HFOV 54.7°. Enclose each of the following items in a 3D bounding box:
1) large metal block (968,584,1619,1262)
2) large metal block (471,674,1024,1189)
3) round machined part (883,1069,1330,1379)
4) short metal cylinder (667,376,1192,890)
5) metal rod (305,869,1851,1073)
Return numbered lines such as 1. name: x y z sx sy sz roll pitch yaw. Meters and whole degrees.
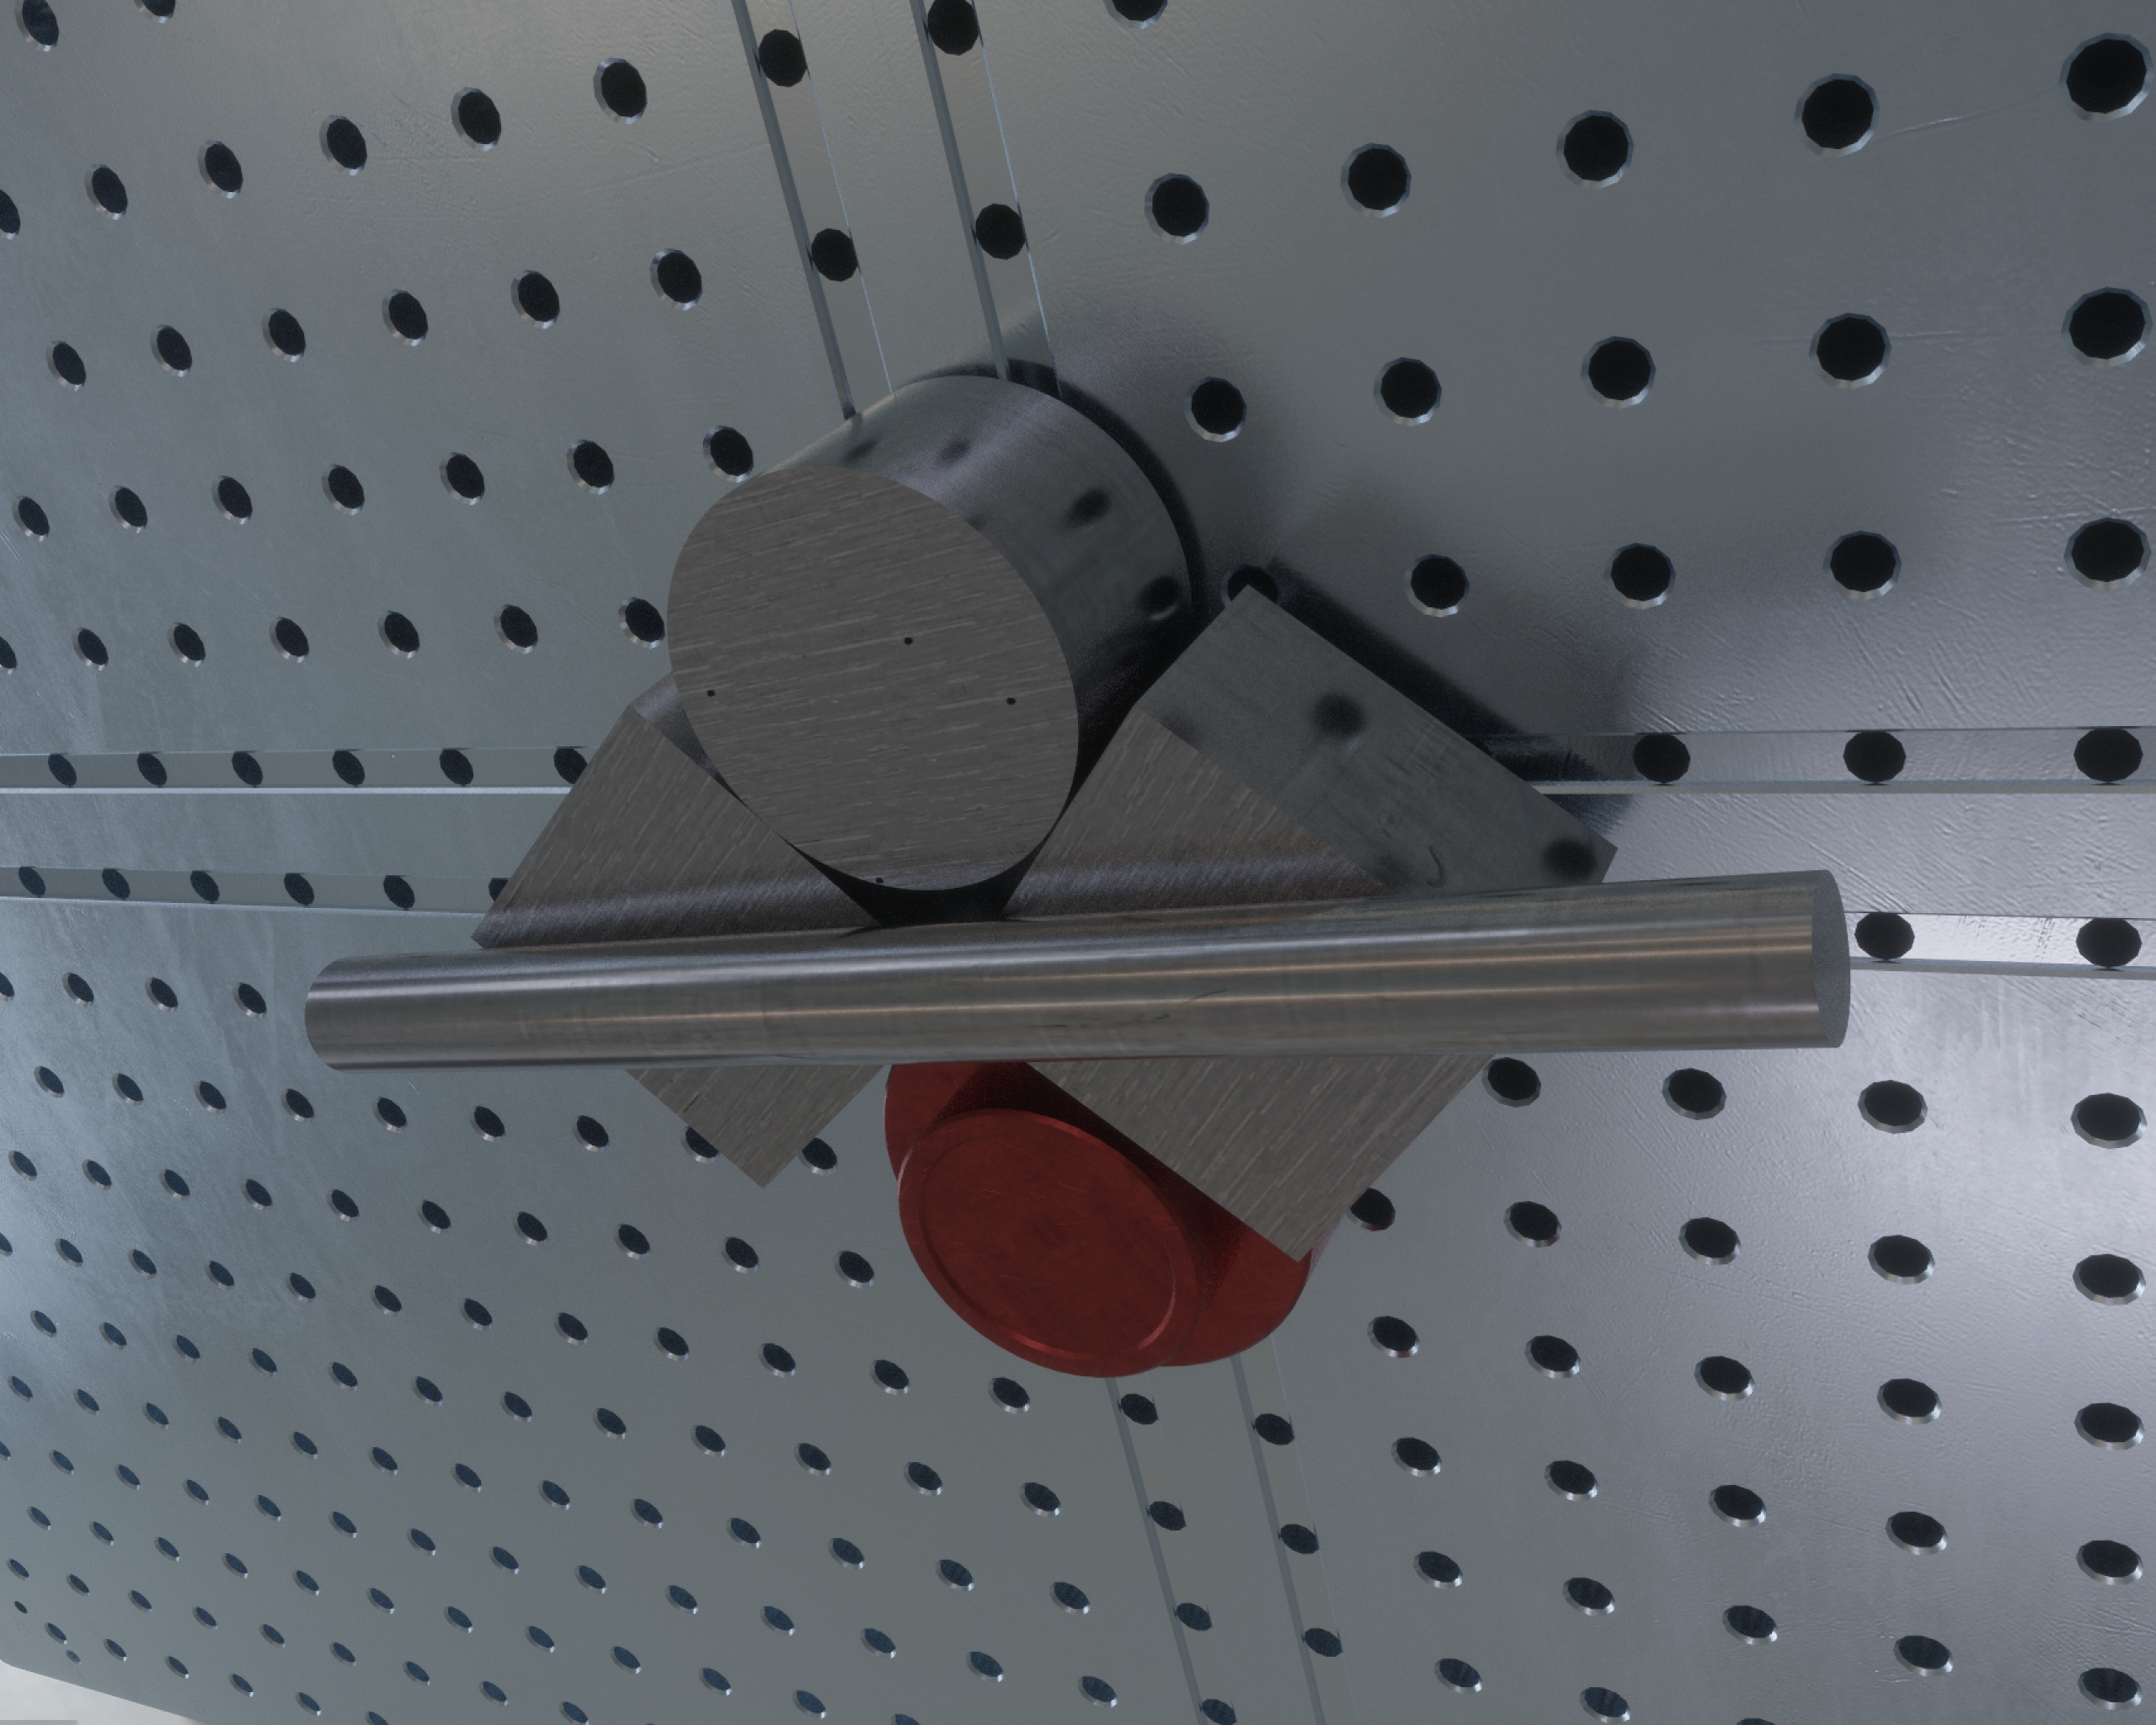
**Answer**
1. large metal block: 0.035 0.012 0.375 0.080 0.050 0.079 36 130 4
2. large metal block: -0.064 0.007 0.428 0.080 0.050 0.080 42 129 -3
3. round machined part: 0.002 0.068 0.436 0.098 0.042 0.097 13 124 21
4. short metal cylinder: -0.026 -0.042 0.378 0.080 0.050 0.079 13 124 21
5. metal rod: -0.024 0.023 0.366 0.300 0.025 0.025 -4 116 30
